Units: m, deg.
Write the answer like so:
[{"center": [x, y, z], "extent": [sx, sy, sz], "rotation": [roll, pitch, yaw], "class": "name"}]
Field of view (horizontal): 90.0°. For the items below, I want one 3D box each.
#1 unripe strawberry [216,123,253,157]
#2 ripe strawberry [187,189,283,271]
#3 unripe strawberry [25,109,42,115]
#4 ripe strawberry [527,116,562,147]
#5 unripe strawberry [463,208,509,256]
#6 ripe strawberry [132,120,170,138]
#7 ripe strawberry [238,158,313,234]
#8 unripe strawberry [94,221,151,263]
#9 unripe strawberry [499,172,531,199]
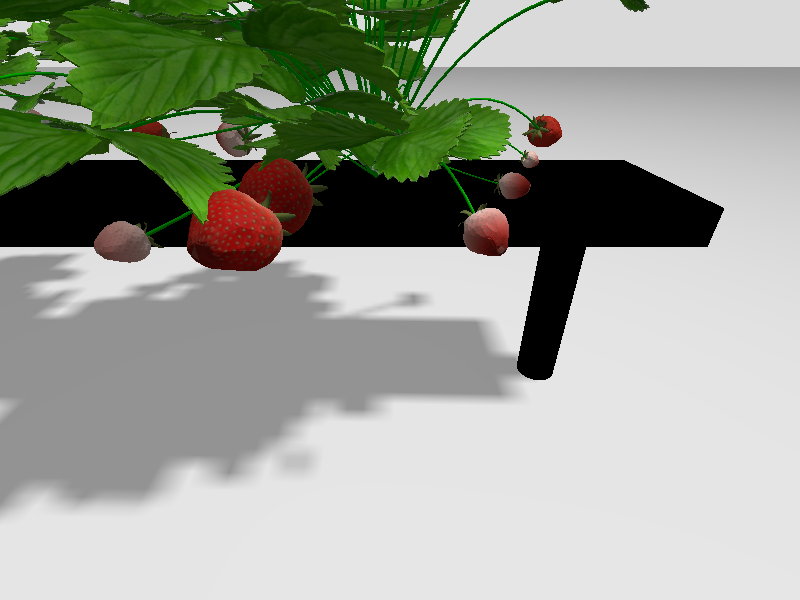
[{"center": [-0.172, -0.166, 0.411], "extent": [0.038, 0.037, 0.035], "rotation": [16, 35, 25], "class": "unripe strawberry"}, {"center": [-0.079, -0.031, 0.187], "extent": [0.043, 0.037, 0.043], "rotation": [10, 34, 16], "class": "ripe strawberry"}, {"center": [-0.475, -0.230, 0.514], "extent": [0.036, 0.033, 0.033], "rotation": [-1, 31, -1], "class": "unripe strawberry"}, {"center": [0.160, -0.184, 0.440], "extent": [0.033, 0.033, 0.036], "rotation": [0, 26, -38], "class": "ripe strawberry"}, {"center": [0.046, -0.033, 0.207], "extent": [0.024, 0.026, 0.025], "rotation": [-13, -40, -19], "class": "unripe strawberry"}, {"center": [-0.252, -0.160, 0.401], "extent": [0.038, 0.037, 0.035], "rotation": [9, 33, 16], "class": "ripe strawberry"}, {"center": [-0.073, -0.056, 0.226], "extent": [0.042, 0.044, 0.046], "rotation": [12, 34, 19], "class": "ripe strawberry"}, {"center": [-0.138, -0.028, 0.198], "extent": [0.024, 0.021, 0.022], "rotation": [20, 38, 29], "class": "unripe strawberry"}, {"center": [0.083, -0.082, 0.288], "extent": [0.022, 0.019, 0.022], "rotation": [18, 36, 26], "class": "unripe strawberry"}]
